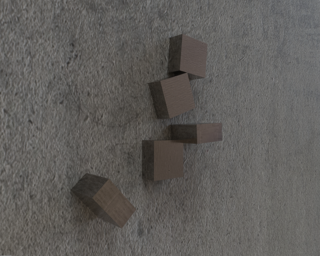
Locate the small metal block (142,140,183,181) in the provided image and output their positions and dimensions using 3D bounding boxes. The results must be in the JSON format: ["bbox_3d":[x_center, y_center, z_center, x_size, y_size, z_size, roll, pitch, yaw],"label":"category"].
[{"bbox_3d":[0.004,0.041,0.408,0.050,0.025,0.050,0,90,-40],"label":"small metal block"}]

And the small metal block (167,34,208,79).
[{"bbox_3d":[0.039,-0.099,0.437,0.050,0.025,0.050,7,85,-40],"label":"small metal block"}]

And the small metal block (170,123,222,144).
[{"bbox_3d":[0.050,0.006,0.430,0.050,0.050,0.025,-4,93,-40],"label":"small metal block"}]

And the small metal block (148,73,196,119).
[{"bbox_3d":[0.017,-0.044,0.418,0.050,0.025,0.050,-24,105,-37],"label":"small metal block"}]

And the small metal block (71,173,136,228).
[{"bbox_3d":[-0.062,0.078,0.337,0.025,0.050,0.050,-50,120,-28],"label":"small metal block"}]
